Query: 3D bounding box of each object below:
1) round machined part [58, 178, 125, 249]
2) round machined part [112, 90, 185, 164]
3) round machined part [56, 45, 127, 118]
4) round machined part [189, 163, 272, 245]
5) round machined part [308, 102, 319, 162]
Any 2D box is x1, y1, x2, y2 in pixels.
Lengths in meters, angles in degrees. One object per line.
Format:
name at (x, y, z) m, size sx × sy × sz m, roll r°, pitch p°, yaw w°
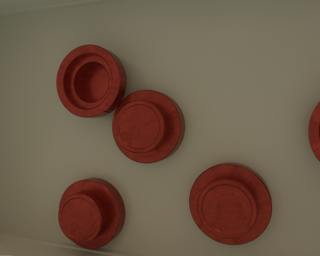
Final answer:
round machined part at (-0.102, 0.122, 0.436) m, size 0.098 × 0.042 × 0.097 m, roll 0°, pitch 90°, yaw 19°
round machined part at (-0.020, -0.002, 0.408) m, size 0.098 × 0.042 × 0.097 m, roll 0°, pitch 90°, yaw 19°
round machined part at (-0.090, -0.063, 0.432) m, size 0.098 × 0.042 × 0.097 m, roll 0°, pitch 90°, yaw 19°
round machined part at (0.083, 0.092, 0.372) m, size 0.098 × 0.042 × 0.097 m, roll 0°, pitch 90°, yaw 19°
round machined part at (0.208, 0.004, 0.313) m, size 0.098 × 0.042 × 0.098 m, roll -13°, pitch 73°, yaw 51°
